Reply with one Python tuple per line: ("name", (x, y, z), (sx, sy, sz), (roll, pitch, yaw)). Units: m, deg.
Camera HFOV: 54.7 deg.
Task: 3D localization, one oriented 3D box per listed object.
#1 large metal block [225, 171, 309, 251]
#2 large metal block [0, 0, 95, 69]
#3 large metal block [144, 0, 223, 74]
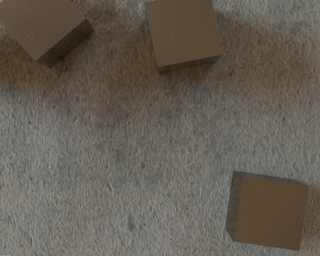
("large metal block", (0.135, 0.104, 0.399), (0.081, 0.050, 0.080), (8, 90, -1))
("large metal block", (-0.145, -0.136, 0.395), (0.080, 0.050, 0.080), (-41, 91, 0))
("large metal block", (0.028, -0.120, 0.398), (0.080, 0.050, 0.080), (-11, 90, -1))
